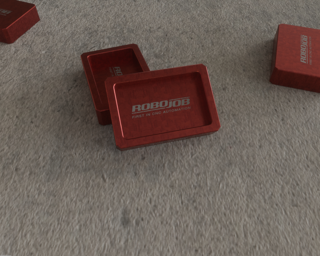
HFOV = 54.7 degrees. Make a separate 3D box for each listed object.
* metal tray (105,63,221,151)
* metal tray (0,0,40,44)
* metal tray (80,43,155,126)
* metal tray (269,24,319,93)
[{"bbox_3d":[0.002,-0.027,0.394,0.131,0.030,0.090,-10,81,-10],"label":"metal tray"},{"bbox_3d":[-0.303,-0.204,0.567,0.130,0.030,0.090,17,52,13],"label":"metal tray"},{"bbox_3d":[-0.059,-0.069,0.456,0.091,0.030,0.130,-14,52,-12],"label":"metal tray"},{"bbox_3d":[0.231,-0.116,0.500,0.090,0.030,0.130,13,51,10],"label":"metal tray"}]
